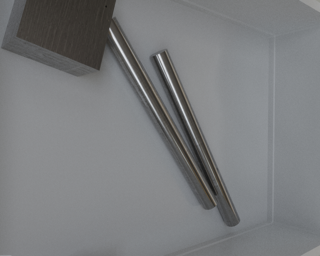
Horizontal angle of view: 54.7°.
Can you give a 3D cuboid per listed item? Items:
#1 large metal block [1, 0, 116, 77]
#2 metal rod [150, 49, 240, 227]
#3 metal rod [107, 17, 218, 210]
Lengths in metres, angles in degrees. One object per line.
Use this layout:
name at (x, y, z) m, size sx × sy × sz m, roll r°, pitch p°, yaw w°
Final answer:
large metal block at (-0.099, -0.105, 0.308) m, size 0.080 × 0.050 × 0.080 m, roll 18°, pitch 79°, yaw -39°
metal rod at (0.059, 0.027, 0.458) m, size 0.025 × 0.025 × 0.299 m, roll -40°, pitch 115°, yaw -33°
metal rod at (0.007, -0.003, 0.414) m, size 0.025 × 0.025 × 0.299 m, roll -45°, pitch 117°, yaw -31°
